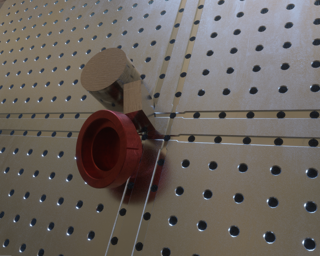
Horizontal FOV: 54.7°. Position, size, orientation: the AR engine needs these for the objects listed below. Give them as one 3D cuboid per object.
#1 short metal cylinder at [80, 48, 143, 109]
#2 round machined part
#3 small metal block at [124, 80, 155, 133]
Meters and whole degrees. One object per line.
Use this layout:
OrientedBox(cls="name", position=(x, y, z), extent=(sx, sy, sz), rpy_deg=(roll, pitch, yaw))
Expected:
OrientedBox(cls="short metal cylinder", position=(-0.074, -0.076, 0.478), extent=(0.080, 0.050, 0.080), rpy_deg=(-13, 56, 21))
OrientedBox(cls="round machined part", position=(-0.061, 0.028, 0.398), extent=(0.098, 0.042, 0.097), rpy_deg=(-7, 78, 40))
OrientedBox(cls="small metal block", position=(-0.028, -0.029, 0.423), extent=(0.025, 0.050, 0.050), rpy_deg=(-13, 56, 13))
